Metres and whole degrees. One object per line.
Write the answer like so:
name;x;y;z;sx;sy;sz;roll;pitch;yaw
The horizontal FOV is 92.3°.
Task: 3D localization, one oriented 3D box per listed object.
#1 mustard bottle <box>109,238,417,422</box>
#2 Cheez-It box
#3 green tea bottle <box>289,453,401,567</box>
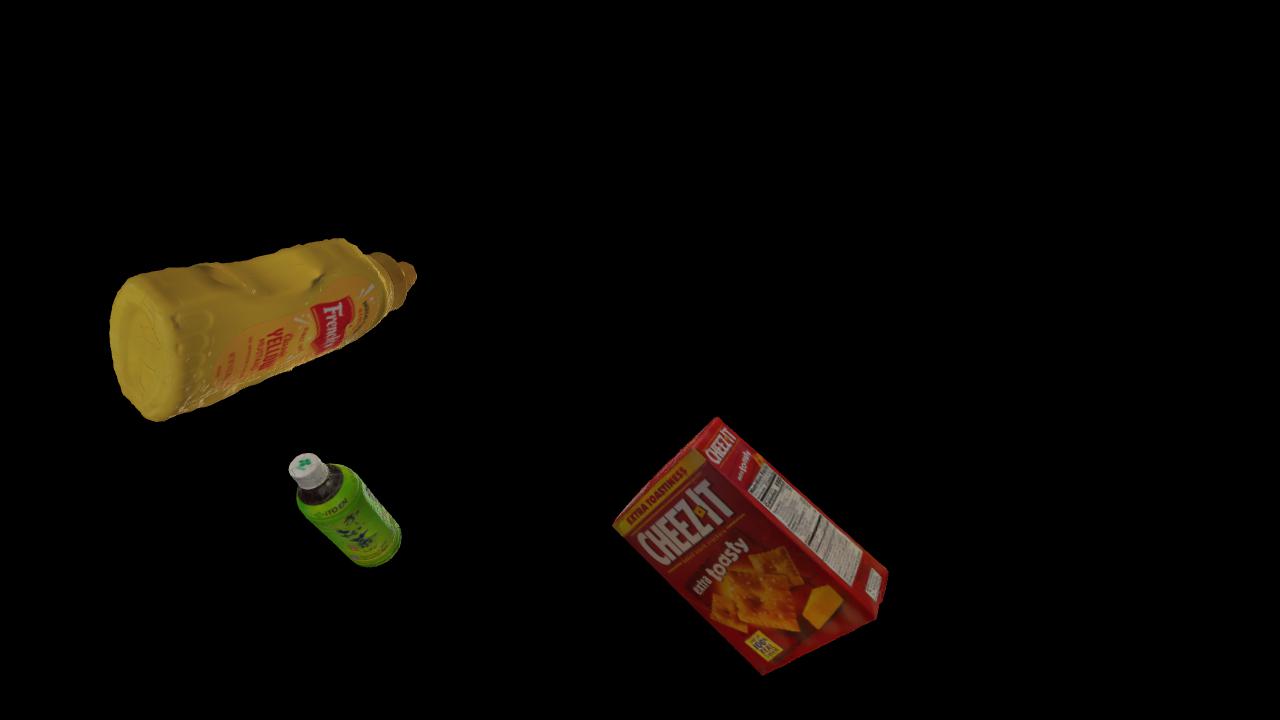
mustard bottle;-0.212;-0.034;0.385;0.054;0.092;0.184;36;32;10
Cheez-It box;0.102;0.188;0.615;0.166;0.223;0.071;-51;-7;37
green tea bottle;-0.351;0.177;0.729;0.073;0.073;0.212;0;-38;5
